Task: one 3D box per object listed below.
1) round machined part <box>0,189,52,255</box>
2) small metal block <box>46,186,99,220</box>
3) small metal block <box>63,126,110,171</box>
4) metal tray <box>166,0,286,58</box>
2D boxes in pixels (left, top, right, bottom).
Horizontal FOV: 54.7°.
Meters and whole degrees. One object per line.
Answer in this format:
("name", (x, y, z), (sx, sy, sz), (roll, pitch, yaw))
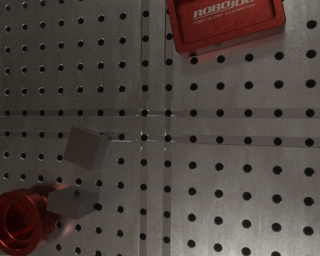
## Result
("round machined part", (-0.207, 0.141, 0.475), (0.098, 0.042, 0.097), (0, 90, 19))
("small metal block", (-0.123, 0.105, 0.441), (0.050, 0.050, 0.025), (10, 94, 19))
("small metal block", (-0.106, 0.029, 0.449), (0.050, 0.025, 0.050), (20, 97, 18))
("metal tray", (0.078, -0.148, 0.382), (0.130, 0.030, 0.089), (-12, 86, 19))
